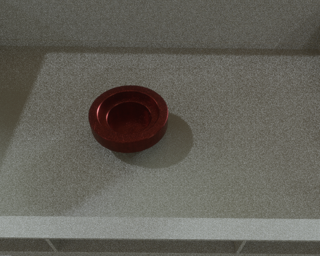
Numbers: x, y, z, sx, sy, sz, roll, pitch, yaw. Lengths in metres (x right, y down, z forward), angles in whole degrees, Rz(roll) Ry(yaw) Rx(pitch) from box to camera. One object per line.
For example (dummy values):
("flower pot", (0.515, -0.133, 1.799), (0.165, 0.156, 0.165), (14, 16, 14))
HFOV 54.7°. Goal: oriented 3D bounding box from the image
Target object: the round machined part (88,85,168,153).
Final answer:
("round machined part", (-0.039, -0.007, 0.399), (0.099, 0.042, 0.098), (0, 50, 0))
